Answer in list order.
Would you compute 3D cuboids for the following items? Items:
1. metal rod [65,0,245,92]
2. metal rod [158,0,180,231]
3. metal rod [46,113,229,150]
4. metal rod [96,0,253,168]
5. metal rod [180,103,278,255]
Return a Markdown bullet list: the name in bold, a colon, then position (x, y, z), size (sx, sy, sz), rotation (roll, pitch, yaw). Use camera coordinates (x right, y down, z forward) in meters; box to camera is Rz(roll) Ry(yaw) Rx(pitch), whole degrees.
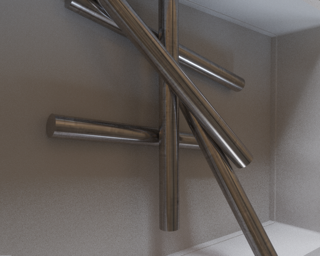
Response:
- **metal rod**: position (0.018, -0.105, 0.421), size (0.302, 0.025, 0.025), rotation (16, 80, -39)
- **metal rod**: position (0.011, -0.026, 0.381), size (0.025, 0.025, 0.298), rotation (-1, 90, -40)
- **metal rod**: position (0.005, 0.013, 0.410), size (0.302, 0.025, 0.025), rotation (8, 85, -40)
- **metal rod**: position (0.010, -0.066, 0.353), size (0.300, 0.025, 0.025), rotation (48, 61, -15)
- **metal rod**: position (0.076, 0.047, 0.394), size (0.025, 0.025, 0.299), rotation (-19, 78, -39)
